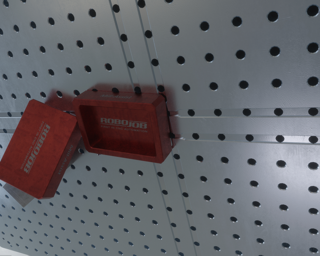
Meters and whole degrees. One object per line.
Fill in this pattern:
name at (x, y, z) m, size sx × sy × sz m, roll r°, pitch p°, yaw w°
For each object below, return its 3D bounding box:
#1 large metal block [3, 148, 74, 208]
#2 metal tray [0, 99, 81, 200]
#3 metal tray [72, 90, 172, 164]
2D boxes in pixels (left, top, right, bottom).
large metal block at (-0.210, 0.081, 0.536) m, size 0.050 × 0.080 × 0.080 m, roll 48°, pitch 129°, yaw -6°
metal tray at (-0.181, 0.031, 0.471) m, size 0.090 × 0.030 × 0.130 m, roll 22°, pitch 84°, yaw 15°
metal tray at (-0.053, -0.003, 0.433) m, size 0.130 × 0.030 × 0.089 m, roll 6°, pitch 121°, yaw 25°
